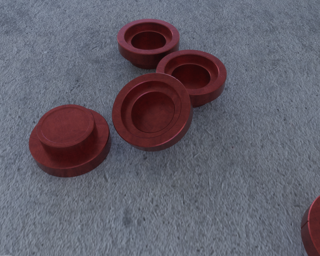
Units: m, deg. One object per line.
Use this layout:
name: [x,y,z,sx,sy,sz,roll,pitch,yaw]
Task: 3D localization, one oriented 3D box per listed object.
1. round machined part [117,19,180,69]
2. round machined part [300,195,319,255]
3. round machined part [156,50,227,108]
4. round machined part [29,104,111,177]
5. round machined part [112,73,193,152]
round machined part: [-0.018,-0.133,0.503,0.099,0.042,0.098,0,50,0]
round machined part: [0.187,0.111,0.300,0.099,0.042,0.098,0,50,0]
round machined part: [0.044,-0.067,0.449,0.099,0.042,0.098,0,50,0]
round machined part: [-0.112,0.008,0.384,0.099,0.042,0.098,0,50,0]
round machined part: [-0.007,-0.017,0.391,0.098,0.042,0.098,-5,69,13]
